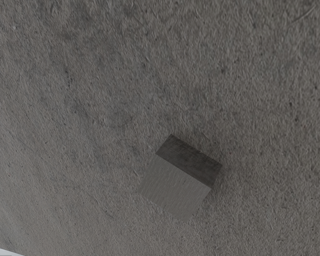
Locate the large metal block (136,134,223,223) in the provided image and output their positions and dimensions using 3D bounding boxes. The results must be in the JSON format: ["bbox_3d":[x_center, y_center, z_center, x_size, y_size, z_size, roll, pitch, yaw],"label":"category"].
[{"bbox_3d":[0.025,0.069,0.420,0.080,0.050,0.080,31,129,8],"label":"large metal block"}]
